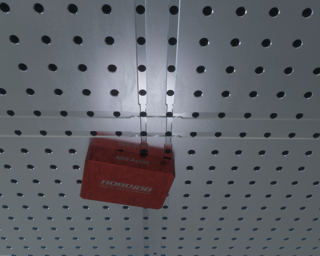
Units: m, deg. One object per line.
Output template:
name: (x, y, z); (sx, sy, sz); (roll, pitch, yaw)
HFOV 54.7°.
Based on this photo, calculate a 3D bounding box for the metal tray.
metal tray: (-0.051, 0.079, 0.476); (0.131, 0.030, 0.089); (11, 129, -10)
